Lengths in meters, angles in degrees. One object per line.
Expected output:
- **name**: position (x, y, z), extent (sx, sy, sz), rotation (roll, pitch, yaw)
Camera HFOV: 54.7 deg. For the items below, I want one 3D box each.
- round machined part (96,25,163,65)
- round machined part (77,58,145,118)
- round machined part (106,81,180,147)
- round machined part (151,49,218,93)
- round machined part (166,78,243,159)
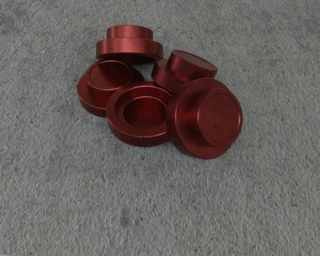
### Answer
- **round machined part**: position (-0.044, -0.122, 0.458), extent (0.099, 0.098, 0.042), rotation (1, 92, 0)
- **round machined part**: position (-0.070, -0.063, 0.448), extent (0.099, 0.042, 0.098), rotation (0, 50, 0)
- **round machined part**: position (-0.018, -0.014, 0.405), extent (0.099, 0.042, 0.098), rotation (0, 50, 0)
- **round machined part**: position (0.041, -0.076, 0.430), extent (0.099, 0.042, 0.098), rotation (19, 25, -9)
- **round machined part**: position (0.059, -0.011, 0.368), extent (0.099, 0.098, 0.042), rotation (-36, 18, -26)
